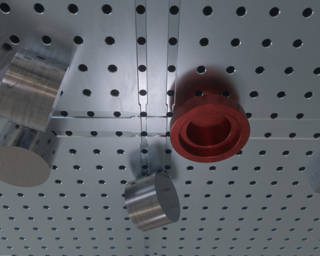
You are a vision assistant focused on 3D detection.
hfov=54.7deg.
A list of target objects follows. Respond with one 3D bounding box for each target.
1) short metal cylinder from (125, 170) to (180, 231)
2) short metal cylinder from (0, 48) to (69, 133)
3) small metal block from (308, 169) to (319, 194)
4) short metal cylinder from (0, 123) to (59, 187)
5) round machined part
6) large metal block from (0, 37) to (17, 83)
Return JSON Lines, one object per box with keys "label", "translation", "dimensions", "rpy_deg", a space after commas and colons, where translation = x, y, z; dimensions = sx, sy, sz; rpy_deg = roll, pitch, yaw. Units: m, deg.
{"label": "short metal cylinder", "translation": [-0.010, 0.109, 0.469], "dimensions": [0.050, 0.080, 0.080], "rpy_deg": [-23, 127, 18]}
{"label": "short metal cylinder", "translation": [-0.138, -0.040, 0.340], "dimensions": [0.050, 0.080, 0.079], "rpy_deg": [20, 127, -16]}
{"label": "small metal block", "translation": [0.273, 0.081, 0.483], "dimensions": [0.050, 0.025, 0.050], "rpy_deg": [17, 128, -14]}
{"label": "short metal cylinder", "translation": [-0.185, 0.036, 0.424], "dimensions": [0.081, 0.050, 0.079], "rpy_deg": [0, 130, 0]}
{"label": "round machined part", "translation": [0.062, -0.003, 0.398], "dimensions": [0.099, 0.042, 0.097], "rpy_deg": [0, 130, 0]}
{"label": "large metal block", "translation": [-0.203, -0.070, 0.314], "dimensions": [0.050, 0.080, 0.080], "rpy_deg": [-33, 123, 25]}
